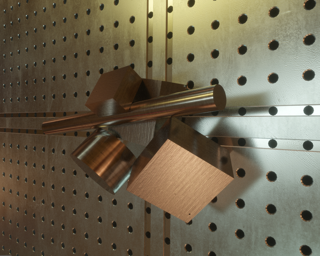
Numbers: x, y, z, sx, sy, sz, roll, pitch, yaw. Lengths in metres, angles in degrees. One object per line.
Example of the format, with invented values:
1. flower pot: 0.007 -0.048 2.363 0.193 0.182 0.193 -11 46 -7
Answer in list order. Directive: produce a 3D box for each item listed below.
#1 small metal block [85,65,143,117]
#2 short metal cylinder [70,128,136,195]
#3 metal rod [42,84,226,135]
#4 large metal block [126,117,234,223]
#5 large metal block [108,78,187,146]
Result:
1. small metal block: -0.055 -0.043 0.369 0.050 0.025 0.050 -7 50 40
2. short metal cylinder: -0.075 0.045 0.422 0.080 0.080 0.050 25 63 37
3. metal rod: -0.058 -0.015 0.387 0.300 0.025 0.025 -7 86 40
4. large metal block: 0.022 0.046 0.343 0.080 0.050 0.080 31 118 -12
5. large metal block: -0.018 -0.023 0.403 0.080 0.050 0.079 14 99 39
